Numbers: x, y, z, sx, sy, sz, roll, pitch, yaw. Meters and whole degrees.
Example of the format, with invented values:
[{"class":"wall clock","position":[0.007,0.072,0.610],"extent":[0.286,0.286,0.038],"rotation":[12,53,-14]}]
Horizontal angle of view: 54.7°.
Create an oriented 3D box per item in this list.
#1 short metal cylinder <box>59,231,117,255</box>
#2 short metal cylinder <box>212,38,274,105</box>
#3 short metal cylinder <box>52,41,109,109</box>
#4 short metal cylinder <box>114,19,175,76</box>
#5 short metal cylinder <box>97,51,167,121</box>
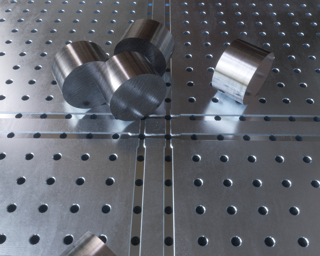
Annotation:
[{"class":"short metal cylinder","position":[-0.055,0.134,0.258],"extent":[0.080,0.080,0.050],"rotation":[36,58,26]},{"class":"short metal cylinder","position":[0.118,-0.080,0.440],"extent":[0.050,0.080,0.080],"rotation":[33,57,24]},{"class":"short metal cylinder","position":[-0.103,-0.073,0.432],"extent":[0.081,0.080,0.050],"rotation":[-22,54,-18]},{"class":"short metal cylinder","position":[-0.023,-0.116,0.469],"extent":[0.080,0.080,0.050],"rotation":[12,51,10]},{"class":"short metal cylinder","position":[-0.038,-0.055,0.418],"extent":[0.081,0.080,0.050],"rotation":[-21,54,-17]}]
